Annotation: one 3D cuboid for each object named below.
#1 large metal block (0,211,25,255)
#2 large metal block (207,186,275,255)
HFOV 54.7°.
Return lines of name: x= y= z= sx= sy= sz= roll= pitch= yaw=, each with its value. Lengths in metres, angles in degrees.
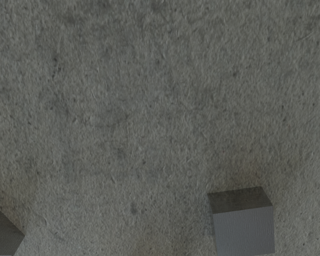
large metal block: x=-0.253 y=0.163 z=0.437 sx=0.050 sy=0.080 sz=0.080 roll=-31 pitch=107 yaw=11
large metal block: x=0.116 y=0.137 z=0.449 sx=0.080 sy=0.050 sz=0.079 roll=-9 pitch=110 yaw=2
